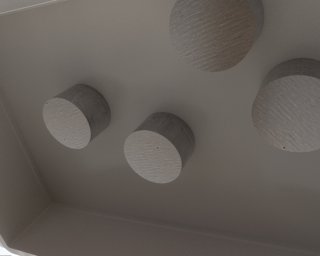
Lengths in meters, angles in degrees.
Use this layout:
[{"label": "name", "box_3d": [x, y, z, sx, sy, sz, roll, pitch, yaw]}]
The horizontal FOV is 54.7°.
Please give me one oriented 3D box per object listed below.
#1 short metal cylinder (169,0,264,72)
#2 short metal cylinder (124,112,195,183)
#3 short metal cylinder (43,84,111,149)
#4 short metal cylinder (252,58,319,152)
[{"label": "short metal cylinder", "box_3d": [0.056, -0.101, 0.301, 0.080, 0.050, 0.079, 13, 124, 21]}, {"label": "short metal cylinder", "box_3d": [0.000, 0.026, 0.408, 0.080, 0.050, 0.079, 13, 124, 21]}, {"label": "short metal cylinder", "box_3d": [-0.118, -0.017, 0.445, 0.080, 0.050, 0.079, 13, 124, 21]}, {"label": "short metal cylinder", "box_3d": [0.136, -0.023, 0.306, 0.080, 0.050, 0.079, 13, 124, 21]}]
